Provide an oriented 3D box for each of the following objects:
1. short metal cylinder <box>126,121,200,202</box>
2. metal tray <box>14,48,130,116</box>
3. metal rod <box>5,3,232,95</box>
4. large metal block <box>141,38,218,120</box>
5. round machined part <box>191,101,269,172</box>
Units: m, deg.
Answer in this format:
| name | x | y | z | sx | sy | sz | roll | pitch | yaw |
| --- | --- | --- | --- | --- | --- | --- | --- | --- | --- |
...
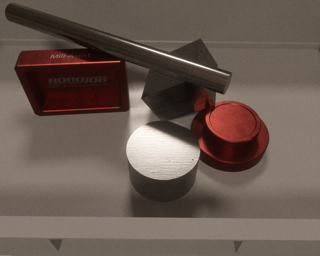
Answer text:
| name | x | y | z | sx | sy | sz | roll | pitch | yaw |
| --- | --- | --- | --- | --- | --- | --- | --- | --- | --- |
| short metal cylinder | 0.003 | 0.038 | 0.357 | 0.081 | 0.050 | 0.080 | 0 | 50 | 0 |
| metal tray | -0.109 | -0.059 | 0.411 | 0.131 | 0.089 | 0.030 | -3 | 50 | -3 |
| metal rod | -0.062 | -0.100 | 0.370 | 0.301 | 0.025 | 0.025 | 22 | 53 | 16 |
| large metal block | 0.029 | -0.064 | 0.419 | 0.080 | 0.050 | 0.080 | -18 | 42 | 31 |
| round machined part | 0.089 | 0.003 | 0.392 | 0.099 | 0.042 | 0.098 | 0 | 50 | 0 |
